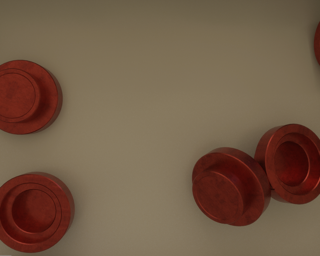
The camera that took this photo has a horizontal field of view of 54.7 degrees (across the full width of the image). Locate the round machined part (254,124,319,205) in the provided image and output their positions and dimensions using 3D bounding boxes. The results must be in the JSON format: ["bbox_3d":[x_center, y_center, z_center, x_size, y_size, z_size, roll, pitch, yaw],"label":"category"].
[{"bbox_3d":[0.160,0.046,0.394,0.099,0.042,0.097,3,81,-21],"label":"round machined part"}]

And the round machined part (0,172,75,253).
[{"bbox_3d":[-0.159,0.105,0.401,0.099,0.042,0.097,0,90,-1],"label":"round machined part"}]

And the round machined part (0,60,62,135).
[{"bbox_3d":[-0.182,-0.040,0.401,0.099,0.042,0.097,0,90,-1],"label":"round machined part"}]

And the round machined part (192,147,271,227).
[{"bbox_3d":[0.079,0.076,0.376,0.098,0.042,0.097,18,118,36],"label":"round machined part"}]

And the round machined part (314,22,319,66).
[{"bbox_3d":[0.245,-0.109,0.382,0.042,0.098,0.097,-9,90,-20],"label":"round machined part"}]
